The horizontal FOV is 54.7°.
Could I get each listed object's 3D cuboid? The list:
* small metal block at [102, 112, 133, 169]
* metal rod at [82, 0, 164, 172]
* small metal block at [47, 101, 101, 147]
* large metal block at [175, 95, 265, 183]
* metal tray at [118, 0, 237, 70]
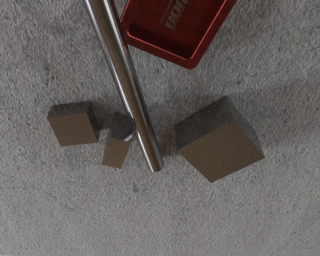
[{"bbox_3d":[-0.055,0.016,0.404,0.025,0.050,0.050,15,129,-13],"label":"small metal block"},{"bbox_3d":[-0.033,-0.041,0.342,0.025,0.025,0.299,-9,139,7],"label":"metal rod"},{"bbox_3d":[-0.110,-0.005,0.402,0.050,0.025,0.050,-7,130,5],"label":"small metal block"},{"bbox_3d":[0.077,0.017,0.406,0.080,0.050,0.080,-31,124,23],"label":"large metal block"},{"bbox_3d":[0.022,-0.129,0.294,0.091,0.030,0.129,19,127,-16],"label":"metal tray"}]
